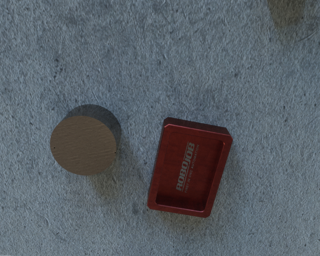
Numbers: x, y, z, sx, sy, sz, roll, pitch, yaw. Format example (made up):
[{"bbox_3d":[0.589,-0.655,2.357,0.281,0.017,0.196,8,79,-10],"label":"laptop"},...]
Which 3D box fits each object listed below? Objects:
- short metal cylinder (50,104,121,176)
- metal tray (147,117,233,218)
[{"bbox_3d":[-0.093,0.014,0.401,0.081,0.050,0.079,0,110,0],"label":"short metal cylinder"},{"bbox_3d":[0.038,0.057,0.428,0.091,0.030,0.129,10,110,-4],"label":"metal tray"}]
